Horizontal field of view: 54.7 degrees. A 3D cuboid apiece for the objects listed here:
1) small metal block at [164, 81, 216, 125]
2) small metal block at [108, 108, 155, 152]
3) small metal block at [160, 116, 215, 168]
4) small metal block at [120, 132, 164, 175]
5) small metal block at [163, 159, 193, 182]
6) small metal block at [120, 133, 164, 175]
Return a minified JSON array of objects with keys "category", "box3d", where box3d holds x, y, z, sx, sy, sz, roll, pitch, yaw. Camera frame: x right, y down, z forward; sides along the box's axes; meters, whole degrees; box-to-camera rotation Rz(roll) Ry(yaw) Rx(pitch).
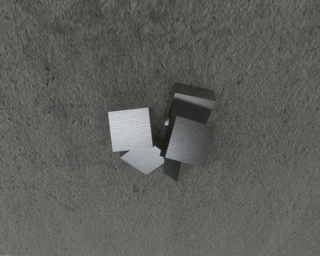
[{"category":"small metal block","box3d":[0.036,-0.026,0.388,0.050,0.025,0.050,11,129,-10]},{"category":"small metal block","box3d":[-0.035,0.002,0.393,0.050,0.025,0.050,-6,92,4]},{"category":"small metal block","box3d":[0.033,0.017,0.373,0.050,0.025,0.050,17,85,-14]},{"category":"small metal block","box3d":[-0.019,0.033,0.437,0.050,0.025,0.050,-37,122,27]},{"category":"small metal block","box3d":[0.031,0.036,0.421,0.025,0.050,0.050,30,135,25]},{"category":"small metal block","box3d":[-0.020,0.033,0.437,0.050,0.025,0.050,-37,121,27]}]
